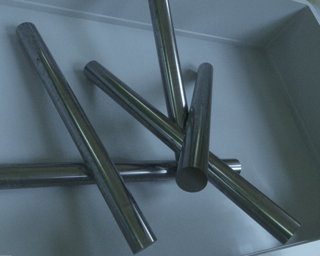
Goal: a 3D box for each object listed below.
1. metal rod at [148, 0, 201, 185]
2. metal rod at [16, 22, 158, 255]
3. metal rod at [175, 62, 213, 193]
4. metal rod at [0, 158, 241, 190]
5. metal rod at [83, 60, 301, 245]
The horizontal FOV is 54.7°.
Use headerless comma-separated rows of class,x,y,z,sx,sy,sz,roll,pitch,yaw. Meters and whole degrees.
metal rod,0.011,-0.079,0.371,0.025,0.025,0.298,-7,85,-31
metal rod,-0.091,-0.007,0.336,0.025,0.025,0.299,-18,64,-35
metal rod,0.050,-0.027,0.374,0.025,0.025,0.301,33,28,-7
metal rod,-0.031,0.050,0.358,0.303,0.025,0.025,2,61,-27
metal rod,0.014,0.009,0.341,0.025,0.025,0.300,-29,57,-37
